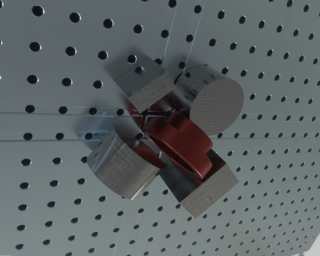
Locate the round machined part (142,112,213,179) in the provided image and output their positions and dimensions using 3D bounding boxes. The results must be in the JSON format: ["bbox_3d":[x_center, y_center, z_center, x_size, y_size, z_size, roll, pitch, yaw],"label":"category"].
[{"bbox_3d":[0.027,0.017,0.392,0.042,0.098,0.098,-50,130,-9],"label":"round machined part"}]

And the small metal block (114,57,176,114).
[{"bbox_3d":[-0.018,-0.050,0.355,0.050,0.050,0.025,-36,130,-5],"label":"small metal block"}]

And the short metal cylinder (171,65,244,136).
[{"bbox_3d":[0.062,-0.036,0.408,0.081,0.050,0.079,-14,125,-21],"label":"short metal cylinder"}]

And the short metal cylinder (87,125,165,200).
[{"bbox_3d":[-0.041,0.041,0.379,0.050,0.080,0.080,-50,129,6],"label":"short metal cylinder"}]

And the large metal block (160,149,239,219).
[{"bbox_3d":[0.051,0.067,0.448,0.080,0.080,0.050,-40,130,-2],"label":"large metal block"}]
